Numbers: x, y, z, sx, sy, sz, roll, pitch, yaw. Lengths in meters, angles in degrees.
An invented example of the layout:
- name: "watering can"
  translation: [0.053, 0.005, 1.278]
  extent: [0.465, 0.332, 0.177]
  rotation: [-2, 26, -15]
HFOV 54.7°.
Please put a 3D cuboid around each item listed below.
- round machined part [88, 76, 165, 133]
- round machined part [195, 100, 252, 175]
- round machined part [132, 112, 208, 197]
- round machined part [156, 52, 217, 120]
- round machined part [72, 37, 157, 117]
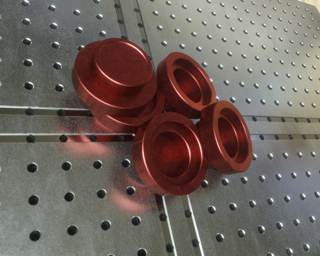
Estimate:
- name: "round machined part"
  translation: [-0.047, -0.036, 0.394]
  extent: [0.099, 0.042, 0.098]
  rotation: [14, 56, -21]
- name: "round machined part"
  translation: [0.082, 0.015, 0.419]
  extent: [0.098, 0.042, 0.098]
  rotation: [24, 56, -42]
- name: "round machined part"
  translation: [0.008, 0.033, 0.372]
  extent: [0.099, 0.042, 0.098]
  rotation: [13, 68, -35]
- name: "round machined part"
  translation: [0.032, -0.055, 0.438]
  extent: [0.098, 0.042, 0.098]
  rotation: [27, 47, -32]
- name: "round machined part"
  translation: [-0.048, -0.065, 0.358]
  extent: [0.099, 0.042, 0.098]
  rotation: [14, 56, -21]
